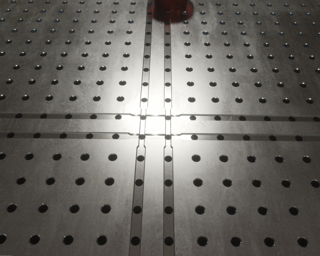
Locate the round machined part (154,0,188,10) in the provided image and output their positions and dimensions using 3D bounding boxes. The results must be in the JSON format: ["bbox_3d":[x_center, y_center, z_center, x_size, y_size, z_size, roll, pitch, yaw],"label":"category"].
[{"bbox_3d":[0.022,-0.278,0.630,0.099,0.042,0.098,0,50,0],"label":"round machined part"}]
